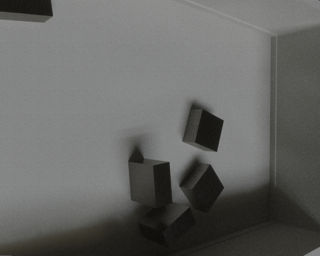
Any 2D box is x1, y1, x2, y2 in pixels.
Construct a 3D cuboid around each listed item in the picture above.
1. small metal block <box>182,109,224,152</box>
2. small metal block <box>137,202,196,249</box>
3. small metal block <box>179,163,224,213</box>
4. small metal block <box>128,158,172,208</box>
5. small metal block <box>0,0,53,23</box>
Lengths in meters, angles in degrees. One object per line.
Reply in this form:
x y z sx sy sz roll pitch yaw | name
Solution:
0.065 0.004 0.461 0.050 0.025 0.050 24 75 -38 | small metal block
0.008 0.121 0.397 0.050 0.050 0.025 -33 111 -35 | small metal block
0.063 0.088 0.459 0.050 0.025 0.050 -47 118 -30 | small metal block
-0.013 0.066 0.380 0.025 0.050 0.050 -7 95 -40 | small metal block
-0.134 -0.130 0.294 0.050 0.025 0.050 -10 97 -40 | small metal block
